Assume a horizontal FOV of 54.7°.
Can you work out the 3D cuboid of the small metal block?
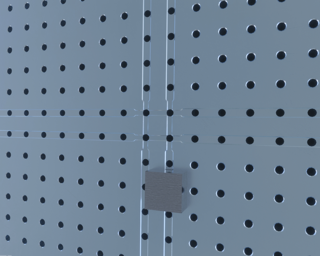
[{"bbox_3d":[0.008,0.082,0.410,0.050,0.025,0.050,1,90,20],"label":"small metal block"}]
